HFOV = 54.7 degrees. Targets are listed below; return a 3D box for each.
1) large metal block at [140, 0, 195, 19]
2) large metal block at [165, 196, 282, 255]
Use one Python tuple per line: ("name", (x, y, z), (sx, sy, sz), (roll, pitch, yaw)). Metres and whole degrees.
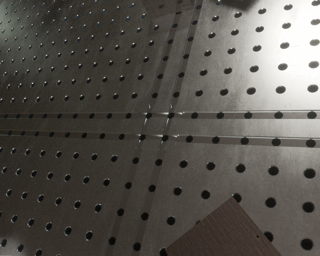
("large metal block", (0.016, -0.244, 0.532), (0.080, 0.050, 0.080), (-3, 60, 26))
("large metal block", (0.065, 0.124, 0.281), (0.080, 0.050, 0.080), (-39, 51, 1))
